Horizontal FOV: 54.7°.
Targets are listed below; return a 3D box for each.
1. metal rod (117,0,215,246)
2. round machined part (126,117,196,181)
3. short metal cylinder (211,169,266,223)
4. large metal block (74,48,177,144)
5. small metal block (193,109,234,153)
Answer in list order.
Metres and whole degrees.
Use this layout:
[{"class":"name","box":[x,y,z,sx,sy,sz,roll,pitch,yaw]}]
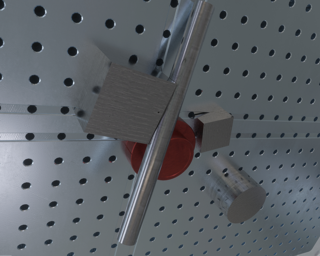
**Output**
[{"class":"metal rod","box":[0.004,0.000,0.371,0.025,0.025,0.298,14,98,-34]},{"class":"round machined part","box":[0.007,0.033,0.424,0.099,0.042,0.097,-14,124,-21]},{"class":"short metal cylinder","box":[0.138,0.120,0.545,0.081,0.050,0.079,-14,124,-21]},{"class":"large metal block","box":[-0.041,-0.034,0.352,0.081,0.050,0.079,13,112,-34]},{"class":"small metal block","box":[0.077,0.004,0.456,0.050,0.025,0.050,-12,124,-22]}]
